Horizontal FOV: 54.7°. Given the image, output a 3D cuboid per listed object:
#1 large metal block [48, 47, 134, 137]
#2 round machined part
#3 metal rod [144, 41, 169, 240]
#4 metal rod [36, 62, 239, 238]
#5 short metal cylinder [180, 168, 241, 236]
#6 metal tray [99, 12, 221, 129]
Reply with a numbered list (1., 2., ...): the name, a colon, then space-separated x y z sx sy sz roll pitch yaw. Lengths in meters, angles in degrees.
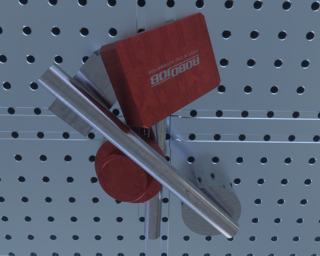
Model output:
1. large metal block: -0.076 -0.047 0.367 0.050 0.080 0.080 40 105 -14
2. round machined part: -0.042 0.058 0.408 0.098 0.042 0.097 6 111 16
3. metal rod: -0.005 0.023 0.421 0.025 0.025 0.298 2 110 -1
4. metal rod: -0.007 0.040 0.353 0.025 0.025 0.300 -42 113 13
5. short metal cylinder: 0.069 0.104 0.440 0.081 0.050 0.079 0 110 -1
6. metal tray: 0.008 -0.067 0.344 0.131 0.030 0.090 -32 113 -34
